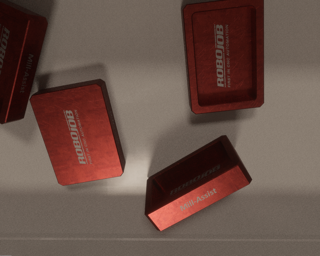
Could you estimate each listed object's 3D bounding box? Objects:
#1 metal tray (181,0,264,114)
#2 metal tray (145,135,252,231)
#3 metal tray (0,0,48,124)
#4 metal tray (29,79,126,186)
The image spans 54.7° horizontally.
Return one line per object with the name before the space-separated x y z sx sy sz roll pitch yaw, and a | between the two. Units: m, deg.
metal tray | 0.077 -0.086 0.377 0.091 0.030 0.129 -7 110 2
metal tray | 0.044 0.068 0.402 0.130 0.090 0.030 -31 107 10
metal tray | -0.190 -0.081 0.360 0.090 0.030 0.129 27 109 12
metal tray | -0.104 0.008 0.410 0.091 0.030 0.129 -10 110 3
